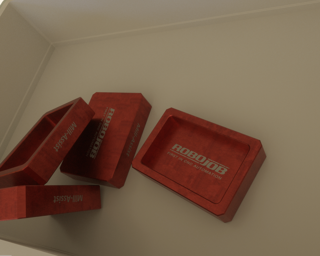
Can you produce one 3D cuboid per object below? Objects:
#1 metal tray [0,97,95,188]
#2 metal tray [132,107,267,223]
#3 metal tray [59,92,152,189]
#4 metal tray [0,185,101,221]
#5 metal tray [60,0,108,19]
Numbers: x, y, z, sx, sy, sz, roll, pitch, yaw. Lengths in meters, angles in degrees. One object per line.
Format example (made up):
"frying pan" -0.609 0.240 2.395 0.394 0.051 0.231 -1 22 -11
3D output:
"metal tray" -0.150 0.021 0.404 0.090 0.030 0.130 -16 34 35
"metal tray" 0.041 0.036 0.357 0.130 0.030 0.090 23 74 36
"metal tray" -0.074 0.012 0.432 0.090 0.030 0.130 5 64 30
"metal tray" -0.141 0.086 0.356 0.090 0.130 0.030 -12 76 21
"metal tray" -0.141 -0.294 0.656 0.090 0.030 0.130 23 74 36
